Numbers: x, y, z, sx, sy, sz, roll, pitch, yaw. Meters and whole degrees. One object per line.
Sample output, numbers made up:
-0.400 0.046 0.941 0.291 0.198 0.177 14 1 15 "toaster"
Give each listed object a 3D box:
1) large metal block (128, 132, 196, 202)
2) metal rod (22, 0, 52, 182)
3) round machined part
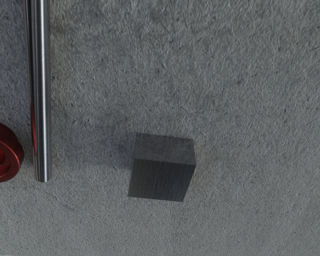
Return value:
0.000 0.057 0.439 0.081 0.050 0.079 7 130 -7 "large metal block"
-0.144 -0.039 0.371 0.025 0.025 0.298 9 130 -8 "metal rod"
-0.233 0.027 0.416 0.099 0.042 0.097 -1 130 0 "round machined part"
